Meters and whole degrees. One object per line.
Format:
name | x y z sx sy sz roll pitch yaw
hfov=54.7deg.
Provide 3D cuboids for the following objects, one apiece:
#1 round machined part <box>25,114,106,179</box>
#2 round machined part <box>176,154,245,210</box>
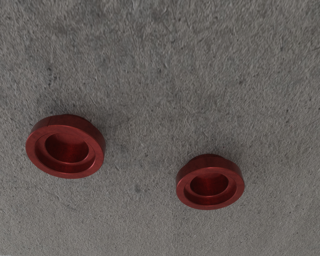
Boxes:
round machined part | -0.121 0.020 0.412 0.099 0.042 0.097 0 130 0
round machined part | 0.073 0.076 0.462 0.099 0.042 0.097 0 130 0
